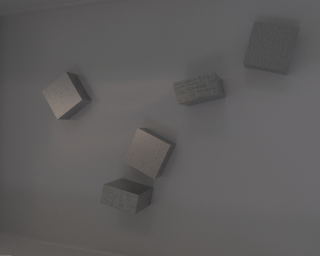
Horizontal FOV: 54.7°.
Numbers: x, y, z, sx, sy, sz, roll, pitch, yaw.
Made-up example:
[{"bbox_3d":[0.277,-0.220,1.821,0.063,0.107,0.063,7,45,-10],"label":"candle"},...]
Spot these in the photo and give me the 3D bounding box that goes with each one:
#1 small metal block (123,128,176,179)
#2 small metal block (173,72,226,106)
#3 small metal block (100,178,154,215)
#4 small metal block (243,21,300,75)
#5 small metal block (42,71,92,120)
[{"bbox_3d":[-0.014,0.033,0.415,0.050,0.025,0.050,27,99,18],"label":"small metal block"},{"bbox_3d":[0.049,-0.046,0.380,0.050,0.050,0.025,-12,86,19],"label":"small metal block"},{"bbox_3d":[-0.043,0.089,0.412,0.050,0.050,0.025,13,95,19],"label":"small metal block"},{"bbox_3d":[0.131,-0.093,0.364,0.050,0.025,0.050,16,95,19],"label":"small metal block"},{"bbox_3d":[-0.138,-0.047,0.459,0.050,0.025,0.050,-35,79,16],"label":"small metal block"}]
